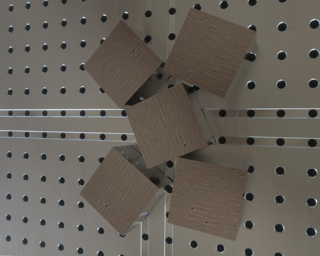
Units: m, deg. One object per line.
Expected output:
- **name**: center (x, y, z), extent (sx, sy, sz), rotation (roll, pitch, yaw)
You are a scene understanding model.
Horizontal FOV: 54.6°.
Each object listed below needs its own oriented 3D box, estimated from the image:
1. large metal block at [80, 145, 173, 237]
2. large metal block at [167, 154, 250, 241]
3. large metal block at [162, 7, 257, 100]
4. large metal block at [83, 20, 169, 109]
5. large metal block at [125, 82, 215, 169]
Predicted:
- **large metal block**: center (-0.045, 0.080, 0.414), extent (0.080, 0.050, 0.080), rotation (40, 102, 16)
- **large metal block**: center (0.060, 0.080, 0.378), extent (0.080, 0.050, 0.080), rotation (10, 93, 19)
- **large metal block**: center (0.061, -0.087, 0.377), extent (0.080, 0.050, 0.080), rotation (27, 99, 15)
- **large metal block**: center (-0.040, -0.080, 0.414), extent (0.080, 0.050, 0.080), rotation (-46, 75, 15)
- **large metal block**: center (0.014, -0.002, 0.394), extent (0.080, 0.050, 0.080), rotation (-24, 82, 18)
